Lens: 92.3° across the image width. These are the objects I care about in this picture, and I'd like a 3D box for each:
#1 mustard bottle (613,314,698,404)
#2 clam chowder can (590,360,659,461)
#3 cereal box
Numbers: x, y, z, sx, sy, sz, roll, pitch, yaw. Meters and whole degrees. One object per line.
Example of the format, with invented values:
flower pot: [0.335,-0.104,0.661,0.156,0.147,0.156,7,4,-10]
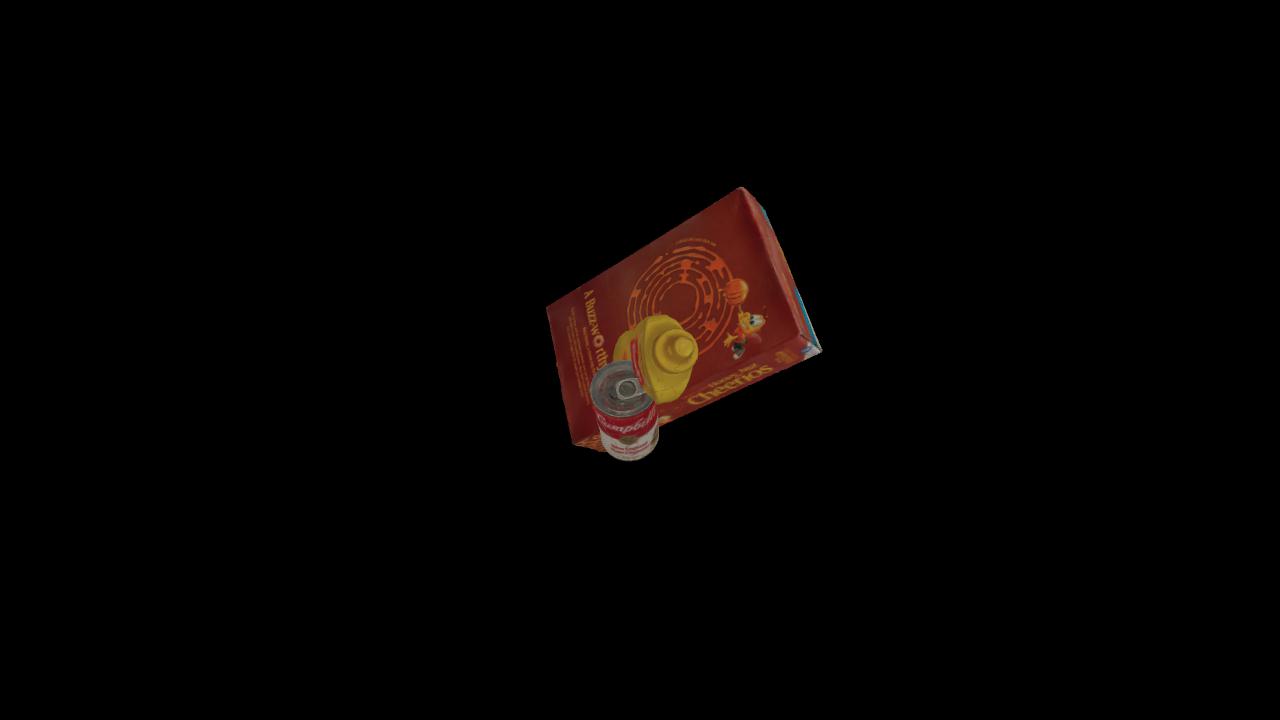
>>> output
mustard bottle: [0.017,0.000,0.631,0.054,0.092,0.184,1,-8,-15]
clam chowder can: [-0.014,0.056,0.653,0.068,0.068,0.102,0,-35,4]
cereal box: [0.037,-0.039,0.736,0.306,0.203,0.081,-28,-29,23]
